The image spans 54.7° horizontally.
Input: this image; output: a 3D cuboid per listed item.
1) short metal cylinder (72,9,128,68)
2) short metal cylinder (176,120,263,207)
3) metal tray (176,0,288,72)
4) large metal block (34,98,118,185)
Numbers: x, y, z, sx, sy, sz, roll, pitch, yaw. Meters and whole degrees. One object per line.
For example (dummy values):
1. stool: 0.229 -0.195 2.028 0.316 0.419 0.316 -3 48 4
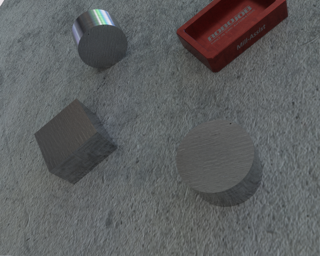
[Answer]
1. short metal cylinder: -0.099 -0.146 0.510 0.080 0.080 0.050 -33 52 7
2. short metal cylinder: 0.064 0.038 0.331 0.080 0.050 0.080 -13 56 21
3. metal tray: 0.100 -0.148 0.439 0.130 0.030 0.090 -39 51 2
4. large metal block: -0.120 0.018 0.440 0.080 0.050 0.080 -40 51 0
